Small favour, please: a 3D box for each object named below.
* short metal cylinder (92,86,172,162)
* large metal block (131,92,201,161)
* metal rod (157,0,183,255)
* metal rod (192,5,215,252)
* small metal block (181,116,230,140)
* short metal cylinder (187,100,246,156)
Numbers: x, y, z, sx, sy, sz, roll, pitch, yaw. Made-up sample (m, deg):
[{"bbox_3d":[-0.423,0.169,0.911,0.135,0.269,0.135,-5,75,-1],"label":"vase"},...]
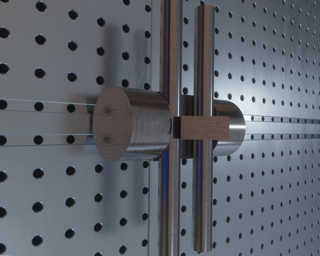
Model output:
[{"bbox_3d":[-0.033,-0.004,0.342,0.050,0.080,0.079,2,89,-40],"label":"short metal cylinder"},{"bbox_3d":[0.008,-0.002,0.395,0.081,0.050,0.079,1,90,-40],"label":"large metal block"},{"bbox_3d":[0.011,0.002,0.350,0.025,0.025,0.298,1,89,-40],"label":"metal rod"},{"bbox_3d":[0.054,0.000,0.385,0.025,0.025,0.298,1,89,-40],"label":"metal rod"},{"bbox_3d":[0.049,0.000,0.348,0.050,0.050,0.025,1,90,4],"label":"small metal block"},{"bbox_3d":[0.069,0.000,0.426,0.050,0.080,0.079,1,90,-39],"label":"short metal cylinder"}]
